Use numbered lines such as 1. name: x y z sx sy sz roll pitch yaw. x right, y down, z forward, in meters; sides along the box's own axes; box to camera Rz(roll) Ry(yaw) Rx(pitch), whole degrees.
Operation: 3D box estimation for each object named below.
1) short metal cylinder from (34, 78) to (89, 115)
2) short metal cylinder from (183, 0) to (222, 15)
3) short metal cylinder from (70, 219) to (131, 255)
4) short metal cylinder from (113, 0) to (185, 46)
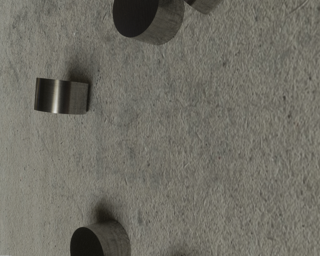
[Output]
1. short metal cylinder: -0.159 -0.051 0.500 0.080 0.081 0.050 11 97 39
2. short metal cylinder: 0.042 -0.171 0.334 0.050 0.081 0.080 -42 65 32
3. short metal cylinder: -0.089 0.182 0.463 0.080 0.050 0.080 0 90 40
4. short metal cylinder: -0.015 -0.152 0.402 0.080 0.050 0.080 0 90 40
